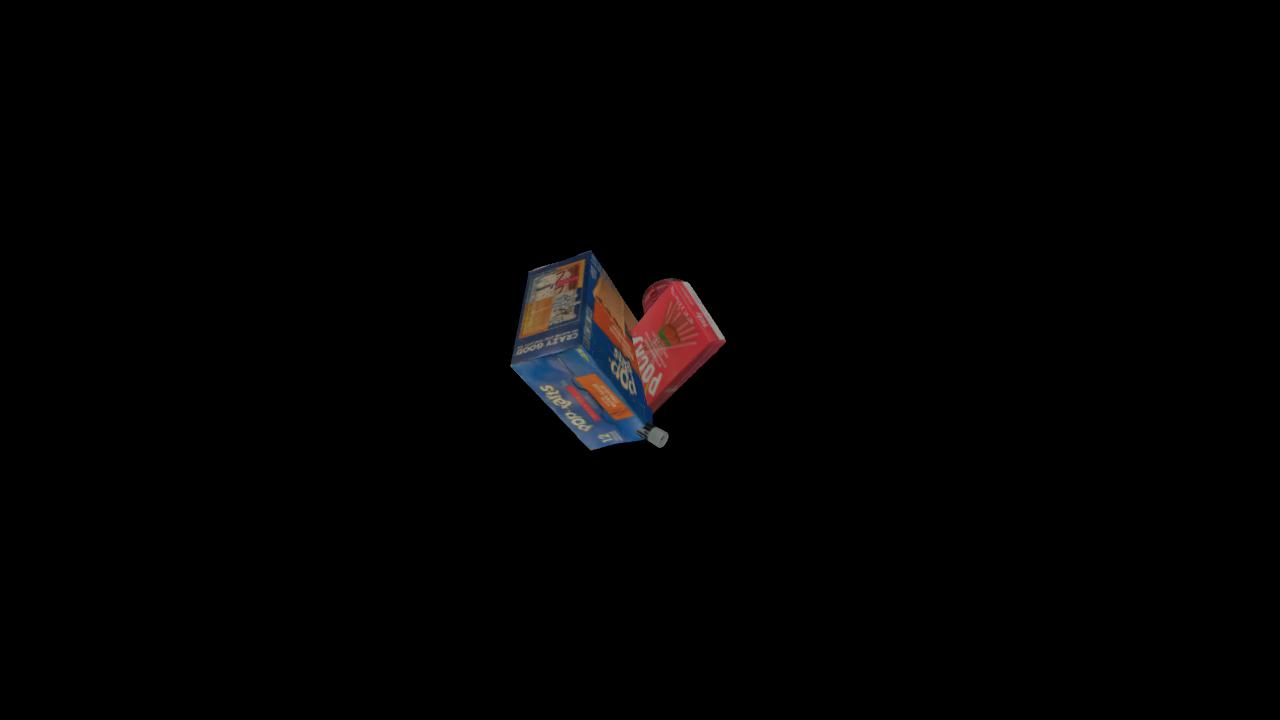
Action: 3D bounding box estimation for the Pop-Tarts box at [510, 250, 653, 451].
[{"bbox_3d":[-0.054,-0.007,0.677,0.083,0.141,0.167,-16,-44,19],"label":"Pop-Tarts box"}]

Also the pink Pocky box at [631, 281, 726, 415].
[{"bbox_3d":[0.021,-0.006,0.685,0.029,0.084,0.155,-4,-34,-45],"label":"pink Pocky box"}]

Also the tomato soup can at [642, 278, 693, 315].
[{"bbox_3d":[0.040,-0.040,0.724,0.068,0.068,0.101,0,43,-6],"label":"tomato soup can"}]

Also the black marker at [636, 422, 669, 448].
[{"bbox_3d":[-0.021,0.062,0.689,0.121,0.020,0.020,27,15,31],"label":"black marker"}]
